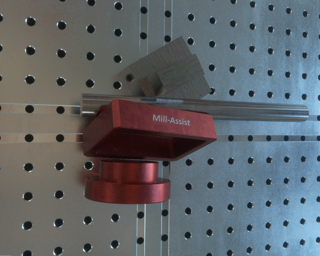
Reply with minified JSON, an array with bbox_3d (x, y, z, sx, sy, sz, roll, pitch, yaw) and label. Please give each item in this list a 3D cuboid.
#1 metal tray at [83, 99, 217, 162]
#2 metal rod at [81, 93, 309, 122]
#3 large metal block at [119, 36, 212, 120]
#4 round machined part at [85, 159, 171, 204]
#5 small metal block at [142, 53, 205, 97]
[{"bbox_3d":[-0.012,0.009,0.358,0.131,0.090,0.030,7,64,-33],"label":"metal tray"},{"bbox_3d":[0.058,-0.022,0.382,0.303,0.025,0.025,1,90,-21],"label":"metal rod"},{"bbox_3d":[0.006,-0.060,0.403,0.080,0.050,0.080,-34,101,-17],"label":"large metal block"},{"bbox_3d":[-0.037,0.059,0.361,0.099,0.098,0.042,4,86,-20],"label":"round machined part"},{"bbox_3d":[0.014,-0.059,0.352,0.050,0.050,0.025,-29,100,-18],"label":"small metal block"}]
